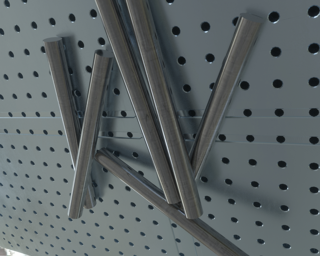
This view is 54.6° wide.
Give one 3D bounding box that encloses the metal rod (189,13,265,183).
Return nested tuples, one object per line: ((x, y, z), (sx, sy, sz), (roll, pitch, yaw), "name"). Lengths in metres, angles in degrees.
((0.058, 0.010, 0.387), (0.025, 0.025, 0.298), (25, 127, 13), "metal rod")

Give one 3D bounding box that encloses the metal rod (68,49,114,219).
((-0.109, 0.028, 0.467), (0.025, 0.025, 0.298), (25, 122, 12), "metal rod")

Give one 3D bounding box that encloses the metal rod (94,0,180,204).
((-0.025, -0.038, 0.385), (0.025, 0.025, 0.299), (-8, 110, 32), "metal rod")

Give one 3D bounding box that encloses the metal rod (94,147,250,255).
((0.023, 0.119, 0.438), (0.300, 0.025, 0.025), (34, 130, 20), "metal rod")

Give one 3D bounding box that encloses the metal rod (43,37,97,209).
((-0.136, 0.010, 0.489), (0.025, 0.025, 0.298), (11, 123, 22), "metal rod")

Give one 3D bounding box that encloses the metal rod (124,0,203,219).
((0.007, -0.022, 0.373), (0.025, 0.025, 0.299), (-5, 110, 31), "metal rod")
